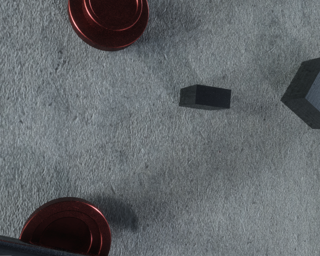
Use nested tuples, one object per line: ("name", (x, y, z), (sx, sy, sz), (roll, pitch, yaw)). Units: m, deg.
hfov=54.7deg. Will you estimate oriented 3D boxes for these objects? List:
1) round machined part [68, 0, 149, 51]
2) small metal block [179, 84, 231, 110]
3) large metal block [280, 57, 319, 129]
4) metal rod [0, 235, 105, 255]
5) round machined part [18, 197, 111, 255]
("round machined part", (-0.060, -0.147, 0.377), (0.099, 0.042, 0.097), (0, 90, -20))
("small metal block", (0.060, -0.040, 0.418), (0.050, 0.050, 0.025), (6, 88, -20))
("large metal block", (0.253, -0.054, 0.489), (0.080, 0.050, 0.080), (37, 78, -17))
("metal rod", (-0.094, 0.143, 0.330), (0.302, 0.025, 0.025), (20, 83, -19))
("round machined part", (-0.109, 0.129, 0.360), (0.099, 0.042, 0.097), (0, 90, -20))
